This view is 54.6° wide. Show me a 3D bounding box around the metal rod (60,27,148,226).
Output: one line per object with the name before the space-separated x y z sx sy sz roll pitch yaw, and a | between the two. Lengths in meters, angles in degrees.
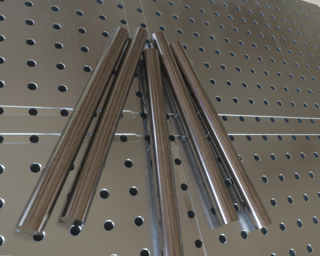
metal rod | -0.059 -0.027 0.393 0.025 0.025 0.300 23 53 -14

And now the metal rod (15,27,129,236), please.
metal rod | -0.089 -0.023 0.373 0.025 0.025 0.300 25 53 -13

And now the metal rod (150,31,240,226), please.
metal rod | 0.041 -0.014 0.438 0.025 0.025 0.299 -5 64 -30

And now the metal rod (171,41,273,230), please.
metal rod | 0.079 -0.002 0.451 0.025 0.025 0.299 -10 67 -32

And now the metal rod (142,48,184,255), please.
metal rod | 0.000 0.018 0.397 0.025 0.025 0.299 8 58 -24
